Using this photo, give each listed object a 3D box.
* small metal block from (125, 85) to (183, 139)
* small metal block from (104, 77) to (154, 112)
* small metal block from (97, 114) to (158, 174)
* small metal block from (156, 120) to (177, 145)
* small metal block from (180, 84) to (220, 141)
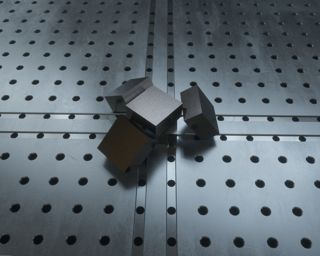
[{"bbox_3d":[-0.007,-0.021,0.393,0.050,0.025,0.050,34,57,25],"label":"small metal block"},{"bbox_3d":[-0.041,-0.046,0.431,0.050,0.025,0.050,-39,24,-28],"label":"small metal block"},{"bbox_3d":[-0.039,0.020,0.374,0.050,0.025,0.050,37,96,27],"label":"small metal block"},{"bbox_3d":[-0.003,-0.005,0.412,0.050,0.025,0.050,1,53,1],"label":"small metal block"},{"bbox_3d":[0.052,-0.019,0.405,0.025,0.050,0.050,-24,46,23],"label":"small metal block"}]
